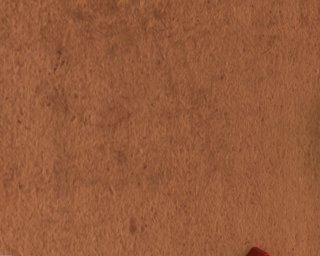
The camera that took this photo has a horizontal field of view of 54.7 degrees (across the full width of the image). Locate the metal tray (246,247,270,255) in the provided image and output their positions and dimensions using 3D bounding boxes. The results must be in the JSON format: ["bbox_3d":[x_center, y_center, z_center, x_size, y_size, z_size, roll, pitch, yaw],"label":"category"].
[{"bbox_3d":[0.162,0.258,0.469,0.090,0.030,0.130,-46,105,-15],"label":"metal tray"}]
